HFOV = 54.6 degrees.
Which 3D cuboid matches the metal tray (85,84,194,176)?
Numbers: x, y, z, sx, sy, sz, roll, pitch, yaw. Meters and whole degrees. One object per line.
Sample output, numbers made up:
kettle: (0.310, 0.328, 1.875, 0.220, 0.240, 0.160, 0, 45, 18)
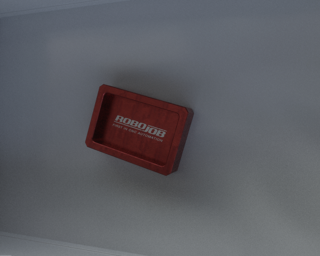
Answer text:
metal tray: (-0.030, 0.000, 0.418, 0.130, 0.030, 0.090, 18, 96, 19)
